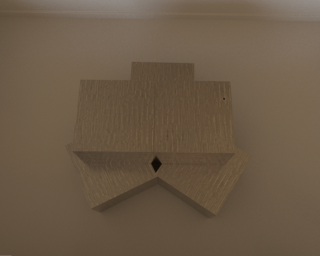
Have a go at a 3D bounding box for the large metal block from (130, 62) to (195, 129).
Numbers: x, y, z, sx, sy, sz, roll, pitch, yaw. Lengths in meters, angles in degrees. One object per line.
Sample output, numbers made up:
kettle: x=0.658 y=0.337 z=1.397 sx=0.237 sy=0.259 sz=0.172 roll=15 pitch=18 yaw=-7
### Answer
large metal block: x=0.003 y=-0.039 z=0.409 sx=0.080 sy=0.050 sz=0.080 roll=2 pitch=70 yaw=0

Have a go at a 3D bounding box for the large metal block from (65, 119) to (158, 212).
large metal block: x=-0.057 y=0.046 z=0.377 sx=0.080 sy=0.050 sz=0.080 roll=-25 pitch=72 yaw=-9

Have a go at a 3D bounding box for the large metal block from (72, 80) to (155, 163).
large metal block: x=-0.046 y=-0.006 z=0.343 sx=0.080 sy=0.050 sz=0.080 roll=1 pitch=70 yaw=0

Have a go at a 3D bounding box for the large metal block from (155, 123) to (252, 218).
large metal block: x=0.050 y=0.051 z=0.375 sx=0.080 sy=0.050 sz=0.080 roll=32 pitch=73 yaw=11

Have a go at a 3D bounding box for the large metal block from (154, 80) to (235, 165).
large metal block: x=0.035 y=-0.005 z=0.342 sx=0.080 sy=0.050 sz=0.080 roll=1 pitch=70 yaw=0
